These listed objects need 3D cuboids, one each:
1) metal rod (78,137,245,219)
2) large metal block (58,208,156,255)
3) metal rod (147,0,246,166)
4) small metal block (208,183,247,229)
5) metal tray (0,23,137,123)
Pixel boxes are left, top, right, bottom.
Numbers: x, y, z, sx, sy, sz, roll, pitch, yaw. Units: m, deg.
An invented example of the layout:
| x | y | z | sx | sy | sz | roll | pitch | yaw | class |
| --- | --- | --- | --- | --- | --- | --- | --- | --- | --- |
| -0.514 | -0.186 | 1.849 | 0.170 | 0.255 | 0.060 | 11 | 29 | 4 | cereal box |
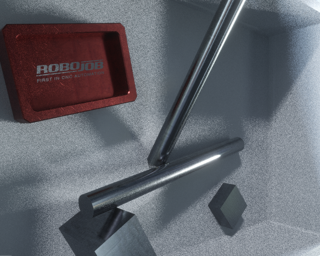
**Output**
| x | y | z | sx | sy | sz | roll | pitch | yaw | class |
| --- | --- | --- | --- | --- | --- | --- | --- | --- | --- |
| 0.029 | 0.052 | 0.410 | 0.302 | 0.025 | 0.025 | -14 | 99 | -46 | metal rod |
| -0.052 | 0.130 | 0.329 | 0.050 | 0.080 | 0.080 | -37 | 113 | -34 | large metal block |
| 0.055 | -0.085 | 0.366 | 0.025 | 0.025 | 0.298 | 11 | 111 | -40 | metal rod |
| 0.111 | 0.126 | 0.503 | 0.050 | 0.025 | 0.050 | -47 | 118 | -30 | small metal block |
| -0.091 | -0.061 | 0.327 | 0.131 | 0.030 | 0.089 | -17 | 101 | -39 | metal tray |
